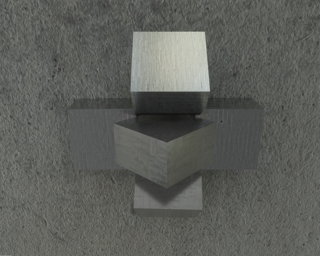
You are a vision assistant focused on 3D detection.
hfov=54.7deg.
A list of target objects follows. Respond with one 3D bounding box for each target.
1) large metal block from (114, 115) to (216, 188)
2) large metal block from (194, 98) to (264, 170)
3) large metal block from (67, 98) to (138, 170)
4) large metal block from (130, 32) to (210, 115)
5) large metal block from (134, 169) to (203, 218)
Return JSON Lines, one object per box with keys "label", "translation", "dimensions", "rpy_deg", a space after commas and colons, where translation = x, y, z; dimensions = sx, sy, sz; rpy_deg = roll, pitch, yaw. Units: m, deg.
{"label": "large metal block", "translation": [0.006, 0.017, 0.353], "dimensions": [0.080, 0.081, 0.050], "rpy_deg": [18, 117, 41]}
{"label": "large metal block", "translation": [0.081, 0.006, 0.398], "dimensions": [0.081, 0.050, 0.079], "rpy_deg": [0, 110, -1]}
{"label": "large metal block", "translation": [-0.068, 0.006, 0.399], "dimensions": [0.081, 0.050, 0.079], "rpy_deg": [-1, 110, -1]}
{"label": "large metal block", "translation": [0.010, -0.062, 0.353], "dimensions": [0.081, 0.080, 0.050], "rpy_deg": [0, 154, 0]}
{"label": "large metal block", "translation": [0.010, 0.087, 0.407], "dimensions": [0.081, 0.080, 0.050], "rpy_deg": [1, 67, 0]}
